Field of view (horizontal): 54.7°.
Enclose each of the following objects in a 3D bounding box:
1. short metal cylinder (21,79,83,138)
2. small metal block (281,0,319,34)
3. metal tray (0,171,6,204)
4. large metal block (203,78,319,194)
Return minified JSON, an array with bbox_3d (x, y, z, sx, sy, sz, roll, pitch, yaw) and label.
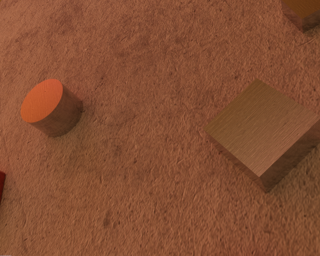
[{"bbox_3d":[-0.172,-0.031,0.495,0.080,0.050,0.080,-13,56,20],"label":"short metal cylinder"},{"bbox_3d":[0.193,-0.158,0.399,0.050,0.025,0.050,-28,52,10],"label":"small metal block"},{"bbox_3d":[-0.310,0.121,0.485,0.130,0.030,0.090,-19,54,16],"label":"metal tray"},{"bbox_3d":[0.107,0.007,0.327,0.080,0.050,0.080,-43,51,-2],"label":"large metal block"}]
